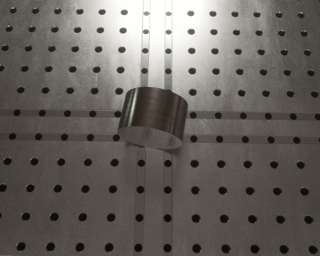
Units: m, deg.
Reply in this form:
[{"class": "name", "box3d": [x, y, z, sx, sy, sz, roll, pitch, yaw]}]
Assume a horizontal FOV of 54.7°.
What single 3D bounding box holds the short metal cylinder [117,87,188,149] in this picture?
[{"class": "short metal cylinder", "box3d": [-0.008, -0.010, 0.386, 0.080, 0.080, 0.050, 9, 70, 3]}]
